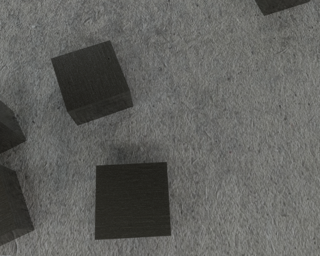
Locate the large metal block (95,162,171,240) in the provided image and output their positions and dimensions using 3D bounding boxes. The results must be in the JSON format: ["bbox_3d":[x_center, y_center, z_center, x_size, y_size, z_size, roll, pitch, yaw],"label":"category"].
[{"bbox_3d":[-0.030,0.086,0.363,0.081,0.050,0.080,-3,70,-1],"label":"large metal block"}]

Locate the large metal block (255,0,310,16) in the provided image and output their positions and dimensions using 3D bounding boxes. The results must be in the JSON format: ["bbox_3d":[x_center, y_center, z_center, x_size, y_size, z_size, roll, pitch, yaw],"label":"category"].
[{"bbox_3d":[0.187,-0.232,0.481,0.080,0.050,0.080,-19,71,-7],"label":"large metal block"}]

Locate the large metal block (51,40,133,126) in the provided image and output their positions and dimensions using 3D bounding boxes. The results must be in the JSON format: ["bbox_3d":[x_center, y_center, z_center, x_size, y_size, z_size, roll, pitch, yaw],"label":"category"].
[{"bbox_3d":[-0.089,-0.060,0.416,0.080,0.050,0.080,-20,71,-7],"label":"large metal block"}]

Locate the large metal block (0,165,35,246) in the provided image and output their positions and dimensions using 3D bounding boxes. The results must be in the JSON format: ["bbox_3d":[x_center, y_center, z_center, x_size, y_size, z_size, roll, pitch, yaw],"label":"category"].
[{"bbox_3d":[-0.205,0.098,0.358,0.080,0.050,0.080,-24,72,-9],"label":"large metal block"}]

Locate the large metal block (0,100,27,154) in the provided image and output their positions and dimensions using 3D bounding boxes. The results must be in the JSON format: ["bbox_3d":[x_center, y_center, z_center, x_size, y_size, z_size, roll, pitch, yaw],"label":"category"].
[{"bbox_3d":[-0.226,0.002,0.376,0.080,0.080,0.050,-29,73,-10],"label":"large metal block"}]
